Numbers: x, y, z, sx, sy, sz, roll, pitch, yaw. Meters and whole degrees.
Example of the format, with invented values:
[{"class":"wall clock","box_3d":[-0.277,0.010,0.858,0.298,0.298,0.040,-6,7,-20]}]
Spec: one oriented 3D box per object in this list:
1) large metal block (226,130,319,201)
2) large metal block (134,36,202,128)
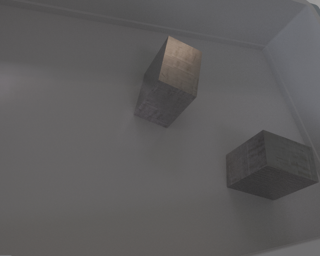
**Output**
[{"class":"large metal block","box_3d":[0.146,0.053,0.416,0.081,0.080,0.050,18,55,-18]},{"class":"large metal block","box_3d":[0.010,-0.059,0.412,0.050,0.080,0.080,22,54,-15]}]
